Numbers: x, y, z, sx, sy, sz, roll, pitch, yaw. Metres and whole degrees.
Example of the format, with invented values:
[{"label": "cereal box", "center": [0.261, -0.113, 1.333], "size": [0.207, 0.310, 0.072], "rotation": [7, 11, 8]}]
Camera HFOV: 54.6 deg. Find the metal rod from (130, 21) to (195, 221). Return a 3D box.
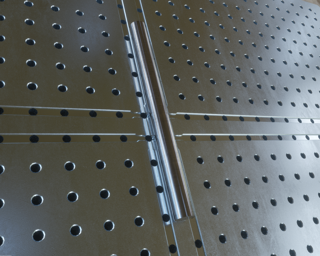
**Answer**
[{"label": "metal rod", "center": [-0.003, -0.027, 0.422], "size": [0.025, 0.025, 0.299], "rotation": [1, 62, -28]}]
